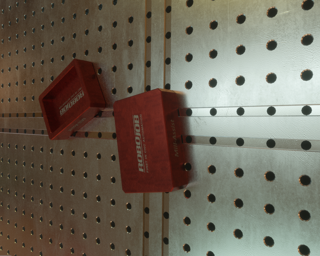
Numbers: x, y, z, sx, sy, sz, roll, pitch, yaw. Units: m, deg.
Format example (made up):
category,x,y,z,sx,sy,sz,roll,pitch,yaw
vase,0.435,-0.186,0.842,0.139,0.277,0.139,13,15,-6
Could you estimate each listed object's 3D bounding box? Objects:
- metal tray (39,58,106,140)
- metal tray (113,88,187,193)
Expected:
category,x,y,z,sx,sy,sz,roll,pitch,yaw
metal tray,-0.154,-0.045,0.529,0.130,0.030,0.090,-33,70,34
metal tray,-0.016,0.020,0.417,0.090,0.030,0.129,-12,83,39
